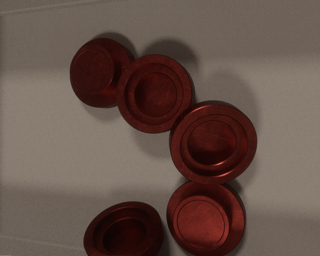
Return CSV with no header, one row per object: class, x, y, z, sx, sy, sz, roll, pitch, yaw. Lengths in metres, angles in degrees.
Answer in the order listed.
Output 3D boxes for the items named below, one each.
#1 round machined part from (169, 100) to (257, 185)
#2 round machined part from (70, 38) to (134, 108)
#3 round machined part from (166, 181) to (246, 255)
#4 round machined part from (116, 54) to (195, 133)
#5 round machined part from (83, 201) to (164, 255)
round machined part,0.059,0.014,0.366,0.099,0.042,0.097,-1,108,-3
round machined part,-0.084,-0.077,0.430,0.098,0.042,0.097,0,90,19
round machined part,0.054,0.112,0.382,0.098,0.042,0.097,0,90,19
round machined part,-0.003,-0.042,0.400,0.098,0.042,0.097,1,92,16
round machined part,-0.043,0.143,0.394,0.098,0.098,0.042,-2,120,19
